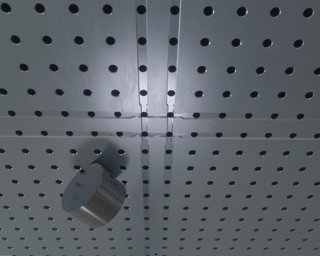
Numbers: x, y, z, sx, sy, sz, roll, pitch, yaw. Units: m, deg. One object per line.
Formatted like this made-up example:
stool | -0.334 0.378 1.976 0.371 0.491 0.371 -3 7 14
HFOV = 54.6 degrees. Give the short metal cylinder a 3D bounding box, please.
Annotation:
short metal cylinder | -0.098 0.099 0.459 0.080 0.080 0.050 -28 125 22
